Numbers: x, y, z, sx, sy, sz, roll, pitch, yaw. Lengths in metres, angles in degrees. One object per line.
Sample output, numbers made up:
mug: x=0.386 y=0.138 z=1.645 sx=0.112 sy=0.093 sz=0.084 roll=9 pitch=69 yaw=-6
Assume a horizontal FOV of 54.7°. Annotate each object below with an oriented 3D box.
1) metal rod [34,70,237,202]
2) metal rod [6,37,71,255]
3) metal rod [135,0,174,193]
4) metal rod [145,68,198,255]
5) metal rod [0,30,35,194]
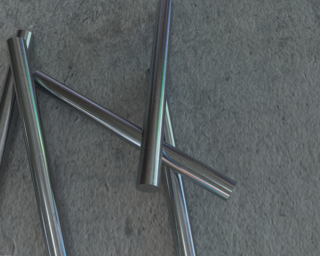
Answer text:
metal rod: x=-0.046 y=0.001 z=0.388 sx=0.301 sy=0.025 sz=0.025 roll=29 pitch=72 yaw=17
metal rod: x=-0.153 y=0.022 z=0.384 sx=0.025 sy=0.025 sz=0.299 roll=-16 pitch=76 yaw=-6
metal rod: x=-0.002 y=-0.064 z=0.399 sx=0.025 sy=0.025 sz=0.300 roll=4 pitch=58 yaw=1
metal rod: x=0.016 y=0.059 z=0.386 sx=0.025 sy=0.025 sz=0.299 roll=-8 pitch=70 yaw=-4
metal rod: x=-0.205 y=0.003 z=0.404 sx=0.025 sy=0.025 sz=0.299 roll=3 pitch=70 yaw=0
